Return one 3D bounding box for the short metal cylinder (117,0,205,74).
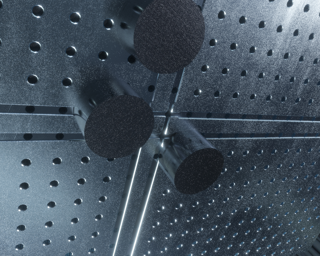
[{"bbox_3d":[0.000,-0.104,0.332,0.081,0.050,0.079,-14,125,-21],"label":"short metal cylinder"}]

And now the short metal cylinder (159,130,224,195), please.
[{"bbox_3d":[0.045,0.050,0.453,0.081,0.050,0.079,-14,124,-21],"label":"short metal cylinder"}]

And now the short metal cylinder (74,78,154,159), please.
[{"bbox_3d":[-0.054,-0.012,0.360,0.081,0.050,0.079,-14,125,-21],"label":"short metal cylinder"}]
